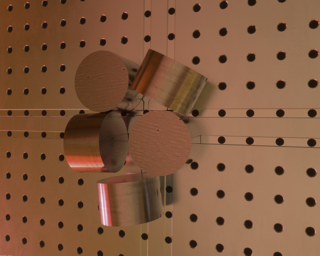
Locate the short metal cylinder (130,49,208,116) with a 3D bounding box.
[{"bbox_3d":[0.011,-0.056,0.379,0.080,0.080,0.050,30,99,17],"label":"short metal cylinder"}]

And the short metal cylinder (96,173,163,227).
[{"bbox_3d":[-0.038,0.089,0.396,0.080,0.080,0.050,-7,88,20],"label":"short metal cylinder"}]

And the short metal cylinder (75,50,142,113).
[{"bbox_3d":[-0.068,-0.060,0.423,0.080,0.050,0.079,0,90,21],"label":"short metal cylinder"}]

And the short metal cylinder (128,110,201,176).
[{"bbox_3d":[0.007,0.018,0.397,0.080,0.050,0.079,0,91,19],"label":"short metal cylinder"}]

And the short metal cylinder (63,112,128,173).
[{"bbox_3d":[-0.083,0.019,0.413,0.050,0.080,0.080,-2,89,19],"label":"short metal cylinder"}]
